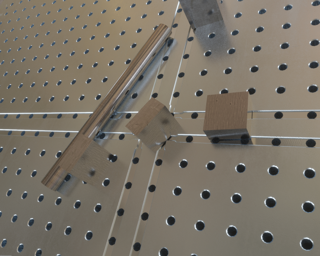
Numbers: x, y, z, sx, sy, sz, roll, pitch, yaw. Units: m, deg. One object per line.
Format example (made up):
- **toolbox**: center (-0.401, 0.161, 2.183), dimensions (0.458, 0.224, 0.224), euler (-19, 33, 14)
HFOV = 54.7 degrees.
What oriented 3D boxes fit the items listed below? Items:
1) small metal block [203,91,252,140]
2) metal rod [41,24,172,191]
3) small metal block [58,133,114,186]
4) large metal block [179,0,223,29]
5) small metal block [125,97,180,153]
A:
- **small metal block**: center (0.082, -0.014, 0.373), dimensions (0.050, 0.025, 0.050), euler (-3, 60, 26)
- **metal rod**: center (-0.074, -0.038, 0.468), dimensions (0.025, 0.025, 0.300), euler (26, 75, 36)
- **small metal block**: center (-0.098, 0.043, 0.415), dimensions (0.025, 0.050, 0.050), euler (24, 75, 36)
- **large metal block**: center (0.059, -0.215, 0.473), dimensions (0.050, 0.080, 0.080), euler (-11, 57, 22)
- **small metal block**: center (-0.008, -0.003, 0.397), dimensions (0.050, 0.050, 0.025), euler (-48, 52, -6)
